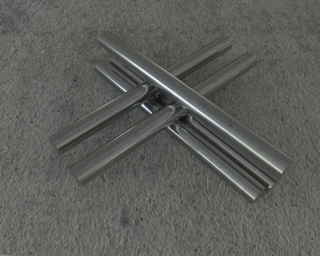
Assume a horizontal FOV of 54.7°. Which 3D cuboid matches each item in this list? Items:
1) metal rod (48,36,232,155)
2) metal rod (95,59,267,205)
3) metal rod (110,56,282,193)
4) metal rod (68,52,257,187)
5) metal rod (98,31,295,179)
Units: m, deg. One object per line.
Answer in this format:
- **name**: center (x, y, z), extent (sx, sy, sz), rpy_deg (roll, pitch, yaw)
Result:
- **metal rod**: center (-0.009, -0.056, 0.419), extent (0.302, 0.025, 0.025), rpy_deg (-35, 58, -26)
- **metal rod**: center (0.009, -0.010, 0.413), extent (0.025, 0.025, 0.300), rpy_deg (-35, 58, -26)
- **metal rod**: center (0.030, -0.021, 0.423), extent (0.025, 0.025, 0.300), rpy_deg (-35, 58, -26)
- **metal rod**: center (0.022, -0.025, 0.393), extent (0.302, 0.025, 0.025), rpy_deg (-35, 58, -26)
- **metal rod**: center (0.024, -0.044, 0.376), extent (0.025, 0.025, 0.300), rpy_deg (-35, 59, -26)
